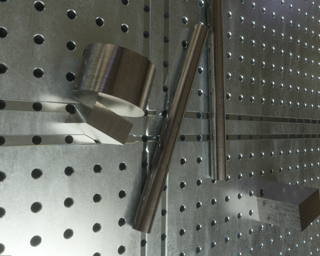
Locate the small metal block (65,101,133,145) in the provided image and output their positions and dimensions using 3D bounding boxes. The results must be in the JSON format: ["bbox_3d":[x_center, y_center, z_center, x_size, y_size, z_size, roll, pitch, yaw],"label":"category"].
[{"bbox_3d":[-0.067,-0.005,0.338,0.050,0.050,0.025,35,69,-35],"label":"small metal block"}]

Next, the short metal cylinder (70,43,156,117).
[{"bbox_3d":[-0.049,-0.049,0.333,0.080,0.080,0.050,23,75,-38],"label":"short metal cylinder"}]

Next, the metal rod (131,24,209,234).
[{"bbox_3d":[0.019,-0.009,0.426,0.025,0.025,0.299,28,73,-37],"label":"metal rod"}]

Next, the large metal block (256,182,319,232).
[{"bbox_3d":[0.241,0.144,0.580,0.081,0.080,0.050,-17,101,-39],"label":"large metal block"}]

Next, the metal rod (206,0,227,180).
[{"bbox_3d":[0.089,-0.069,0.486,0.025,0.025,0.298,-3,92,-40],"label":"metal rod"}]
